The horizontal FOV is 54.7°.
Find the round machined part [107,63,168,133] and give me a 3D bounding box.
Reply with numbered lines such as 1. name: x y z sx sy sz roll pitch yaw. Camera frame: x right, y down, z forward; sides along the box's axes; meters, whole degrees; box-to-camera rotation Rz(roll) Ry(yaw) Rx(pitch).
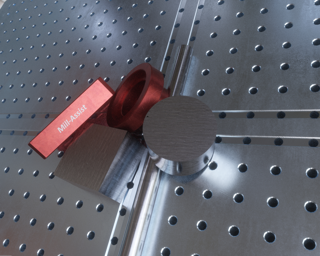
1. round machined part: -0.026 -0.035 0.416 0.098 0.042 0.098 -37 36 34

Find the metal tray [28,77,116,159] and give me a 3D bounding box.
1. metal tray: -0.123 -0.018 0.449 0.130 0.030 0.090 -44 13 -2

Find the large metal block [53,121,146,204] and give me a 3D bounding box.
1. large metal block: -0.078 0.043 0.407 0.080 0.050 0.080 11 67 32

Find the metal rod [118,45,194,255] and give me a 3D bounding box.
1. metal rod: 0.001 0.016 0.398 0.025 0.025 0.300 1 62 29

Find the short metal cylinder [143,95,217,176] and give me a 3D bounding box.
1. short metal cylinder: 0.023 0.010 0.357 0.080 0.050 0.080 -2 64 4
